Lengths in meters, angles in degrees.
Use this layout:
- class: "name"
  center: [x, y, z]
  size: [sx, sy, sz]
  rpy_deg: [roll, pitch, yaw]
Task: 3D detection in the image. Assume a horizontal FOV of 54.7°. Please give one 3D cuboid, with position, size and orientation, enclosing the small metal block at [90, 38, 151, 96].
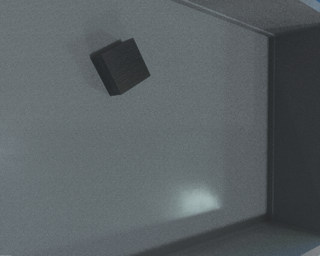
- class: "small metal block"
  center: [-0.046, -0.073, 0.370]
  size: [0.050, 0.025, 0.050]
  rpy_deg: [-39, 114, -33]
